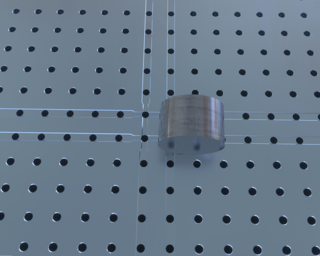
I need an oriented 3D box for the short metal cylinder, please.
[{"bbox_3d":[0.039,-0.002,0.383,0.080,0.080,0.050,3,70,1],"label":"short metal cylinder"}]
